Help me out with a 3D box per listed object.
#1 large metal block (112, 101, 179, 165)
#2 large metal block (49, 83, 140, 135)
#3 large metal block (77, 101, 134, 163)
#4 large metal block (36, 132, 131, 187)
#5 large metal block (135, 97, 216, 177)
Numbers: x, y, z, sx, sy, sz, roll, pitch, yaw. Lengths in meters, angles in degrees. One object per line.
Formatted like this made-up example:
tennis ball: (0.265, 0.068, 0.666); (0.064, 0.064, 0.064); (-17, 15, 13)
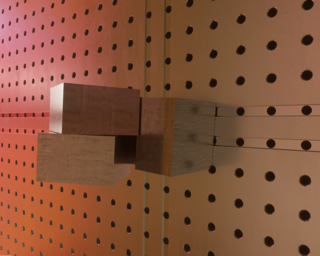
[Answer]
large metal block: (-0.022, 0.004, 0.406); (0.080, 0.050, 0.079); (4, 92, 39)
large metal block: (-0.077, -0.020, 0.351); (0.080, 0.081, 0.050); (6, 93, 62)
large metal block: (-0.082, 0.004, 0.439); (0.050, 0.081, 0.079); (3, 92, 40)
large metal block: (-0.081, 0.030, 0.351); (0.080, 0.080, 0.050); (3, 92, 6)
large metal block: (0.020, 0.008, 0.355); (0.050, 0.081, 0.079); (5, 93, 39)
